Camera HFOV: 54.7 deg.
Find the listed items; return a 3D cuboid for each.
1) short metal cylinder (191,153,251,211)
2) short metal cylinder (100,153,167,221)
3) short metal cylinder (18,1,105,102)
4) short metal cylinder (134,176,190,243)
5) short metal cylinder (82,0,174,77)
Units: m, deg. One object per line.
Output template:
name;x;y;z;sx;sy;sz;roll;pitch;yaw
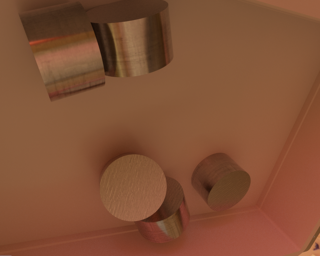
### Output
short metal cylinder;0.098;0.087;0.503;0.081;0.050;0.079;-14;125;-21
short metal cylinder;-0.036;0.073;0.395;0.081;0.050;0.080;1;87;-12
short metal cylinder;-0.088;-0.069;0.283;0.050;0.080;0.079;-20;127;-17
short metal cylinder;-0.001;0.116;0.446;0.080;0.080;0.050;-26;128;-13
short metal cylinder;-0.029;-0.090;0.302;0.081;0.080;0.050;-20;127;-17
